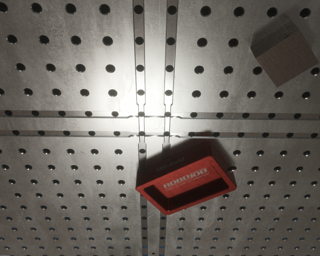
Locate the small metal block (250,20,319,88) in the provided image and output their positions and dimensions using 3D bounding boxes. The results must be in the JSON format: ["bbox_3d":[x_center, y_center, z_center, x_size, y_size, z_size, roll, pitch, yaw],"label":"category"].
[{"bbox_3d":[0.138,-0.081,0.345,0.050,0.025,0.050,-33,123,24],"label":"small metal block"}]

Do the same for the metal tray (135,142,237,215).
[{"bbox_3d":[0.040,0.082,0.478,0.130,0.030,0.090,-27,126,20],"label":"metal tray"}]
